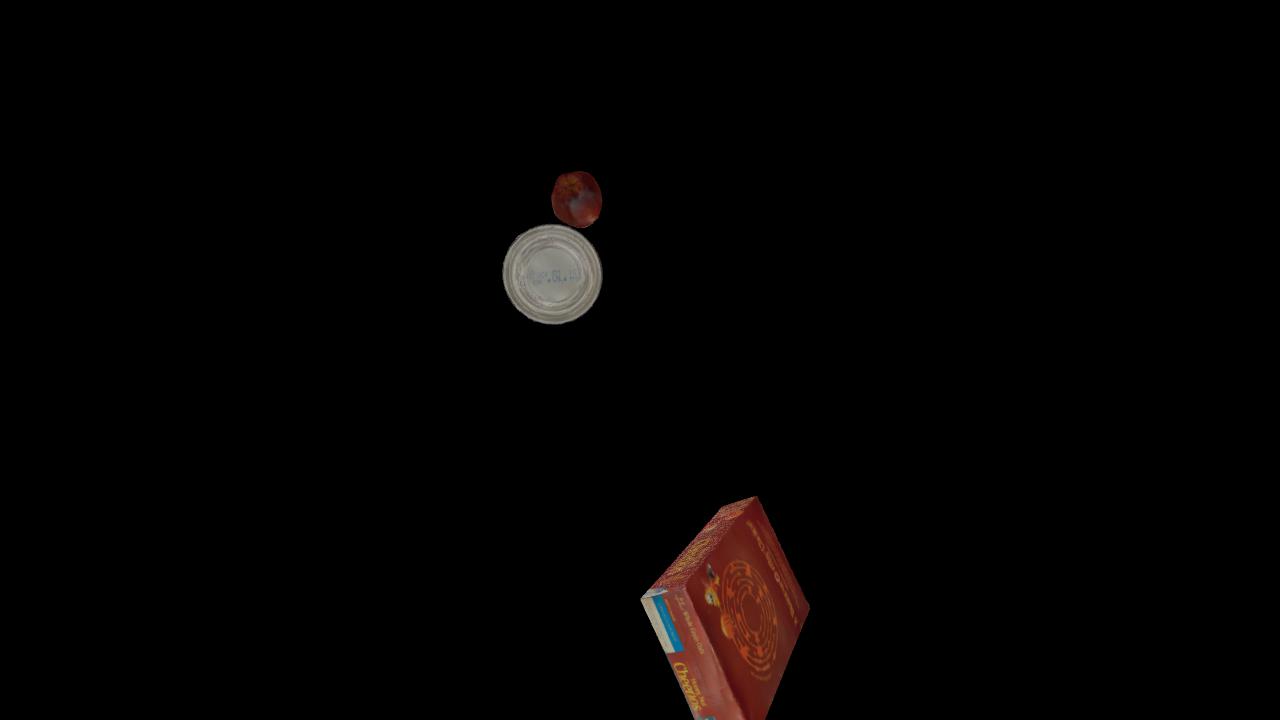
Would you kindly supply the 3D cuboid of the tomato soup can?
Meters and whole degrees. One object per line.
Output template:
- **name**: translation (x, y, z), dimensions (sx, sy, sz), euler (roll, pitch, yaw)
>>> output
- **tomato soup can**: translation (-0.065, -0.063, 0.446), dimensions (0.068, 0.068, 0.101), euler (0, 8, -9)

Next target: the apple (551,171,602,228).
- **apple**: translation (-0.092, -0.238, 0.909), dimensions (0.079, 0.079, 0.093), euler (0, -13, 10)

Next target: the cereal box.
- **cereal box**: translation (0.133, 0.344, 0.862), dimensions (0.081, 0.203, 0.306), euler (-27, -2, 30)
